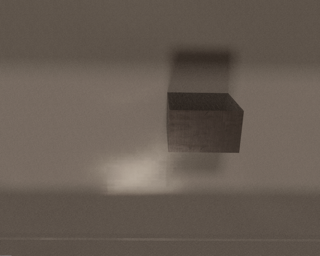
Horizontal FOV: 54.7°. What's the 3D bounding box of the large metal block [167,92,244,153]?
[{"bbox_3d":[0.050,-0.009,0.379,0.081,0.080,0.050,1,110,-1],"label":"large metal block"}]
